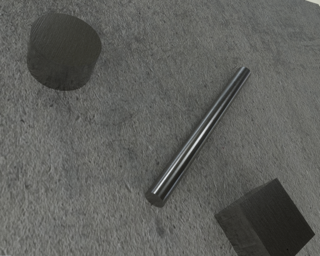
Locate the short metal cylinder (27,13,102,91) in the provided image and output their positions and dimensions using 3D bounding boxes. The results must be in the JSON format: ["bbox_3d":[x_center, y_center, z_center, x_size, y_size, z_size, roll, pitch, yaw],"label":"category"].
[{"bbox_3d":[-0.118,-0.093,0.381,0.081,0.050,0.080,14,56,-21],"label":"short metal cylinder"}]

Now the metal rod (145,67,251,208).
[{"bbox_3d":[0.070,-0.007,0.445,0.025,0.025,0.301,41,51,0],"label":"metal rod"}]

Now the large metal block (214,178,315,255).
[{"bbox_3d":[0.129,0.120,0.384,0.081,0.050,0.080,-21,73,-36],"label":"large metal block"}]
